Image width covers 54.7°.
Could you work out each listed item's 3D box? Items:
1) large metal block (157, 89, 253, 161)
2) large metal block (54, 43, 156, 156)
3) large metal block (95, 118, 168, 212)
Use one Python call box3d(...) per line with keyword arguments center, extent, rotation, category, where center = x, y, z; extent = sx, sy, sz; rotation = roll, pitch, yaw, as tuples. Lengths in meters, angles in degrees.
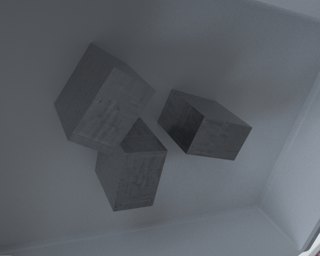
box3d(center=(0.056, -0.004, 0.403), extent=(0.081, 0.080, 0.050), rotation=(11, 113, -33), category="large metal block")
box3d(center=(-0.061, -0.031, 0.321), extent=(0.050, 0.080, 0.080), rotation=(26, 104, -38), category="large metal block")
box3d(center=(-0.039, 0.041, 0.378), extent=(0.050, 0.080, 0.079), rotation=(-1, 119, -29), category="large metal block")
